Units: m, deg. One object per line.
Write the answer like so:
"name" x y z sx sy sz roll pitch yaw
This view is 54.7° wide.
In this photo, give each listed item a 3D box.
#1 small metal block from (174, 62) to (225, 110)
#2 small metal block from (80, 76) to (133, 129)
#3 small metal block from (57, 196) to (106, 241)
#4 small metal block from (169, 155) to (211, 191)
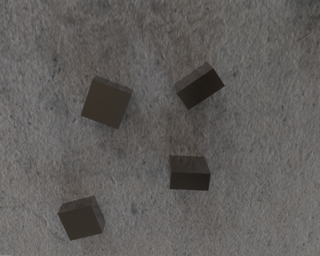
"small metal block" 0.047 -0.053 0.378 0.050 0.050 0.025 -34 107 11
"small metal block" -0.067 -0.033 0.397 0.050 0.025 0.050 21 109 -8
"small metal block" -0.115 0.133 0.457 0.050 0.025 0.050 -15 110 5
"small metal block" 0.038 0.060 0.419 0.050 0.050 0.025 3 110 -2
